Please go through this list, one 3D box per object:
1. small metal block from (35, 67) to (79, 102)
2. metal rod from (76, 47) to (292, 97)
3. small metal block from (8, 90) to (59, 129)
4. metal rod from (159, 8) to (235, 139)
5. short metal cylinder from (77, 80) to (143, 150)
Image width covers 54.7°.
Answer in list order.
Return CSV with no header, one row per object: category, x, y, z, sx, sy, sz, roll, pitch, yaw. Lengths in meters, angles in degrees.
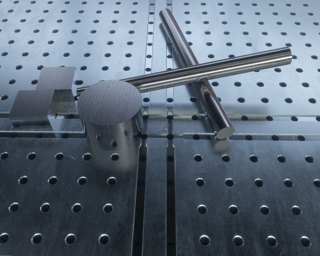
small metal block,-0.151,-0.065,0.461,0.050,0.025,0.050,-2,50,-2
metal rod,0.032,-0.074,0.441,0.302,0.025,0.025,-11,51,2
small metal block,-0.173,-0.026,0.428,0.050,0.025,0.050,-1,50,-1
metal rod,0.047,-0.104,0.495,0.025,0.025,0.300,-11,51,-9
short metal cylinder,-0.063,-0.018,0.406,0.081,0.050,0.080,0,50,0
